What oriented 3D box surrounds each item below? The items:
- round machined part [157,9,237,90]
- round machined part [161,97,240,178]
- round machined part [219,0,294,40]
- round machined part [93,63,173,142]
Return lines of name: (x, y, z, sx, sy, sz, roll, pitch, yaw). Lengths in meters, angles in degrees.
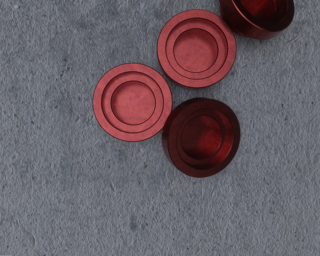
round machined part: (0.045, -0.098, 0.402, 0.099, 0.042, 0.097, 0, 90, 0)
round machined part: (0.048, 0.010, 0.390, 0.099, 0.042, 0.097, -4, 102, -20)
round machined part: (0.115, -0.154, 0.390, 0.099, 0.042, 0.098, 6, 73, -21)
round machined part: (-0.034, -0.032, 0.401, 0.099, 0.042, 0.097, 0, 90, 0)
